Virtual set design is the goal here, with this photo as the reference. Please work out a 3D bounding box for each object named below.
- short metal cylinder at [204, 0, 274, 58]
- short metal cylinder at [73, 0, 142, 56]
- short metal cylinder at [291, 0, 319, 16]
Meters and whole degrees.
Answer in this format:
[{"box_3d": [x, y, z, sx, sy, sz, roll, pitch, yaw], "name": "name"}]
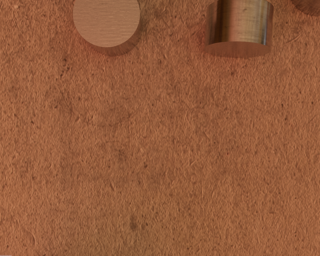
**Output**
[{"box_3d": [0.097, -0.121, 0.383, 0.080, 0.080, 0.050, 4, 90, 0], "name": "short metal cylinder"}, {"box_3d": [-0.064, -0.137, 0.397, 0.081, 0.050, 0.080, 0, 90, 0], "name": "short metal cylinder"}, {"box_3d": [0.215, -0.192, 0.399, 0.081, 0.050, 0.080, 0, 90, 0], "name": "short metal cylinder"}]
